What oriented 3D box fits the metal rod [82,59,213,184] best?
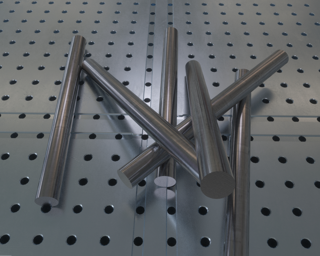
[{"bbox_3d":[-0.033,-0.028,0.385,0.025,0.025,0.300,-26,41,-20],"label":"metal rod"}]

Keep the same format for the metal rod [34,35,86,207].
[{"bbox_3d":[-0.131,-0.034,0.435,0.025,0.025,0.300,-2,50,-2],"label":"metal rod"}]

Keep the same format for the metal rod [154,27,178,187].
[{"bbox_3d":[0.013,-0.053,0.452,0.025,0.025,0.300,2,50,2],"label":"metal rod"}]

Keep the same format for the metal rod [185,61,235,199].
[{"bbox_3d":[0.047,-0.027,0.357,0.025,0.025,0.300,2,27,1],"label":"metal rod"}]

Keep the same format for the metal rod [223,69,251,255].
[{"bbox_3d":[0.098,0.032,0.381,0.025,0.025,0.300,9,50,7],"label":"metal rod"}]

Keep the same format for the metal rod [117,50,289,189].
[{"bbox_3d":[0.071,-0.025,0.395,0.302,0.025,0.025,-36,59,-26],"label":"metal rod"}]
